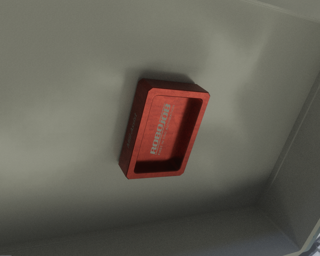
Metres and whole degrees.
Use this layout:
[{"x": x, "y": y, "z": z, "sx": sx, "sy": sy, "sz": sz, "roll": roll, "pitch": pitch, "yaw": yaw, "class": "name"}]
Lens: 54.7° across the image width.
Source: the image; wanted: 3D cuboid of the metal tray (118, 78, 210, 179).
[{"x": 0.004, "y": 0.004, "z": 0.408, "sx": 0.091, "sy": 0.030, "sz": 0.129, "roll": 1, "pitch": 118, "yaw": -30, "class": "metal tray"}]
